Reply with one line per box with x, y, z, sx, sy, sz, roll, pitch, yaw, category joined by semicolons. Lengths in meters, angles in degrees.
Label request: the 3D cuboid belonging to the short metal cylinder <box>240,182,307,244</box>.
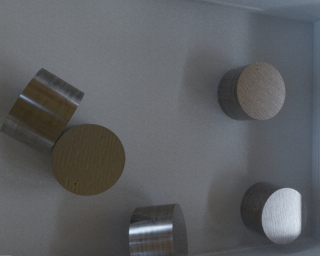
0.169;0.125;0.462;0.081;0.050;0.079;0;90;-21;short metal cylinder

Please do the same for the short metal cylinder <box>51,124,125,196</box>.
-0.086;0.035;0.366;0.081;0.050;0.079;0;90;-21;short metal cylinder

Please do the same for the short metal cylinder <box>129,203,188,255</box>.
0.001;0.135;0.375;0.050;0.080;0.079;-9;94;13;short metal cylinder

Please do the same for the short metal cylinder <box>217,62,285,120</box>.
0.131;-0.051;0.447;0.081;0.050;0.079;0;90;-21;short metal cylinder

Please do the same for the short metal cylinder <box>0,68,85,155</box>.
-0.125;-0.018;0.335;0.050;0.080;0.080;32;79;-18;short metal cylinder
